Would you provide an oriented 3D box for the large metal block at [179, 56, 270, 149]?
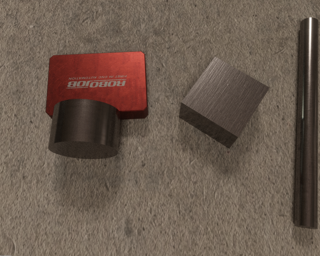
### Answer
[{"bbox_3d":[0.082,-0.033,0.408,0.080,0.050,0.080,33,73,11],"label":"large metal block"}]

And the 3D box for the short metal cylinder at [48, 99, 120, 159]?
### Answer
[{"bbox_3d":[-0.090,0.004,0.376,0.081,0.080,0.050,1,70,0],"label":"short metal cylinder"}]

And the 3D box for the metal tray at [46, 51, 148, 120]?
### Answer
[{"bbox_3d":[-0.084,-0.057,0.425,0.131,0.030,0.090,-3,70,-2],"label":"metal tray"}]

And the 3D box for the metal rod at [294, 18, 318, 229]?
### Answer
[{"bbox_3d":[0.199,-0.021,0.418,0.025,0.025,0.299,10,70,3],"label":"metal rod"}]
